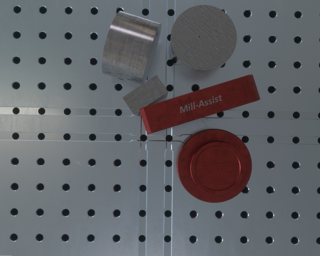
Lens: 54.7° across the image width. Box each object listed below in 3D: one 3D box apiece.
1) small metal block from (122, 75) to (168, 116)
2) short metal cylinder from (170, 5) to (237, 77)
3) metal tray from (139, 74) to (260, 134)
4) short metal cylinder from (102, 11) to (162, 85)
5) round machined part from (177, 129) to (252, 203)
[{"bbox_3d":[-0.018,-0.041,0.401,0.050,0.050,0.025,-34,90,0],"label":"small metal block"},{"bbox_3d":[0.053,-0.110,0.401,0.081,0.050,0.079,0,90,0],"label":"short metal cylinder"},{"bbox_3d":[0.044,-0.027,0.381,0.131,0.090,0.030,-17,91,0],"label":"metal tray"},{"bbox_3d":[-0.034,-0.098,0.386,0.050,0.080,0.080,18,90,0],"label":"short metal cylinder"},{"bbox_3d":[0.072,0.050,0.406,0.099,0.042,0.097,0,90,0],"label":"round machined part"}]
